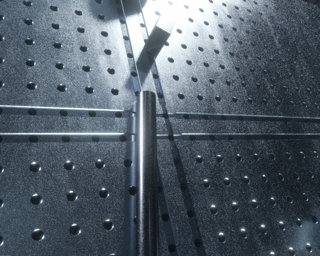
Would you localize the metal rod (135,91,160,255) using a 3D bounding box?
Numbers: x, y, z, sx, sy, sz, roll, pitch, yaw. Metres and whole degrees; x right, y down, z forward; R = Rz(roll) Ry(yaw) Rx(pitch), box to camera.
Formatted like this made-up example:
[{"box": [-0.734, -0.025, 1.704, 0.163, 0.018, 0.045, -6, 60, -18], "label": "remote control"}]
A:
[{"box": [-0.014, 0.085, 0.348, 0.025, 0.025, 0.299, 12, 57, -22], "label": "metal rod"}]

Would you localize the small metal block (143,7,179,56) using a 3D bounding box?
[{"box": [0.001, -0.150, 0.484, 0.025, 0.050, 0.050, 27, 52, -11], "label": "small metal block"}]
